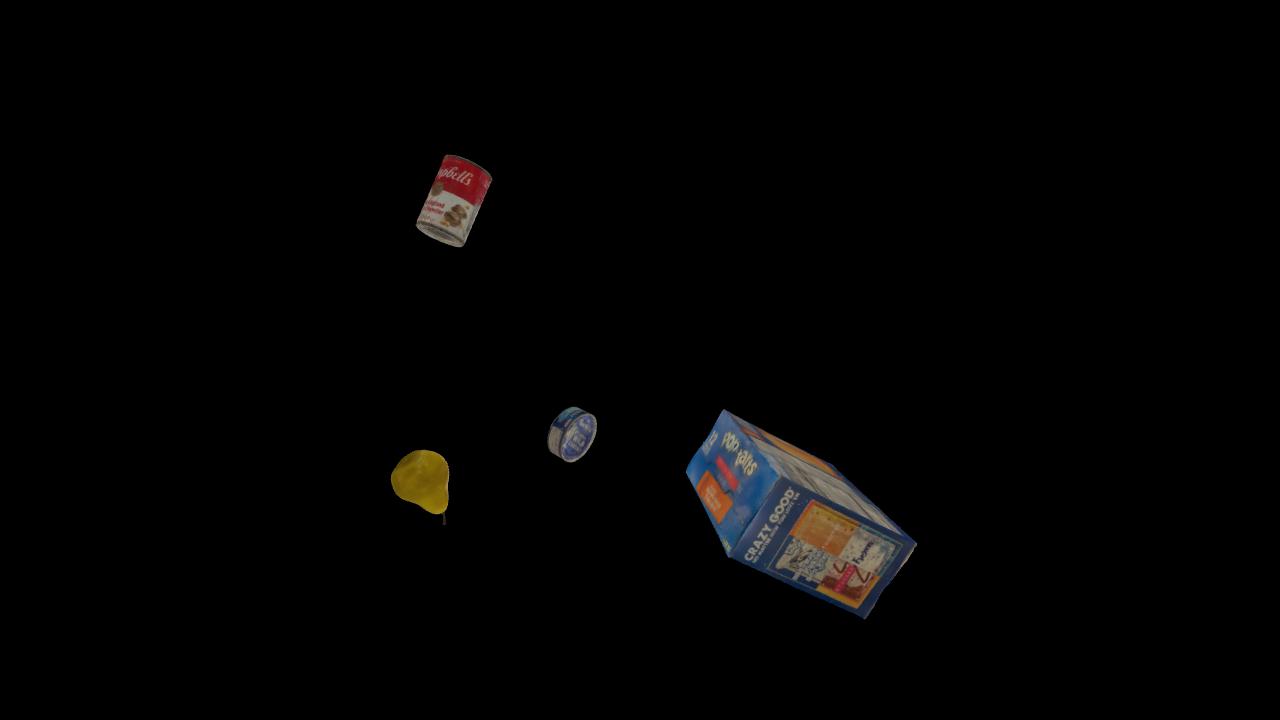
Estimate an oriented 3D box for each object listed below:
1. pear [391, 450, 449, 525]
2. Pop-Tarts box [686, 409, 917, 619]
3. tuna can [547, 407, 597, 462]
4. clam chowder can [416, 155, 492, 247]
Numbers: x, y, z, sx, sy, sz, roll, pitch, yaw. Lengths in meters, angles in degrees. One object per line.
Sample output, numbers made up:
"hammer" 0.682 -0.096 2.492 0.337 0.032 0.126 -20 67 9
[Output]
"pear" -0.298 0.183 0.879 0.080 0.111 0.080 -25 26 13
"Pop-Tarts box" 0.136 0.133 0.567 0.141 0.083 0.167 28 8 -13
"tuna can" -0.107 0.117 0.971 0.034 0.084 0.084 24 13 30
"clam chowder can" -0.247 -0.210 0.820 0.068 0.102 0.068 20 -7 3
